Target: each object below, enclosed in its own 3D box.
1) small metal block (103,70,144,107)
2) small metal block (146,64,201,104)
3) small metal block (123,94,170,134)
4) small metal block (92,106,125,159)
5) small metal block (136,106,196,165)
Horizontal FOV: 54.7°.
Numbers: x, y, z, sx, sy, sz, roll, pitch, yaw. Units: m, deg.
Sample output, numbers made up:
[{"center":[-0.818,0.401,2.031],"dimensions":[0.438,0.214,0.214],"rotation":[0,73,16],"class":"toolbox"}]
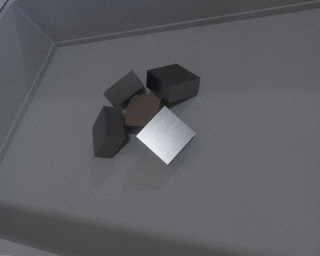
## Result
[{"center":[-0.052,-0.058,0.450],"dimensions":[0.050,0.025,0.050],"rotation":[-37,14,4],"class":"small metal block"},{"center":[0.017,-0.061,0.416],"dimensions":[0.050,0.025,0.050],"rotation":[-20,43,-32],"class":"small metal block"},{"center":[-0.019,-0.019,0.424],"dimensions":[0.050,0.025,0.050],"rotation":[2,62,29],"class":"small metal block"},{"center":[-0.071,0.006,0.422],"dimensions":[0.050,0.025,0.050],"rotation":[-53,39,42],"class":"small metal block"},{"center":[0.007,0.010,0.379],"dimensions":[0.050,0.025,0.050],"rotation":[42,84,4],"class":"small metal block"}]
